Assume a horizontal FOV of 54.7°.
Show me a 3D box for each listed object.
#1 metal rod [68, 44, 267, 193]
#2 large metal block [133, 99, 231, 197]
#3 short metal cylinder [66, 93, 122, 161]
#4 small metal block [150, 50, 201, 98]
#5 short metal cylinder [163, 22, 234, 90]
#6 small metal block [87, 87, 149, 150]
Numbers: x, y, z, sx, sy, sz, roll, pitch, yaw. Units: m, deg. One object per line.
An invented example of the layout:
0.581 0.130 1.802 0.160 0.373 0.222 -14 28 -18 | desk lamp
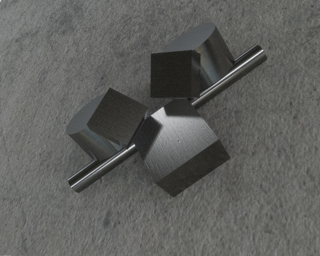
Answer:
0.007 -0.010 0.406 0.300 0.025 0.025 -35 52 4 | metal rod
0.021 0.020 0.363 0.080 0.050 0.080 -36 51 4 | large metal block
-0.076 -0.003 0.412 0.080 0.050 0.080 -28 29 18 | short metal cylinder
0.018 -0.059 0.351 0.050 0.025 0.050 2 93 29 | small metal block
0.047 -0.091 0.400 0.080 0.050 0.080 -28 29 18 | short metal cylinder
-0.047 -0.010 0.355 0.050 0.025 0.050 27 74 4 | small metal block
